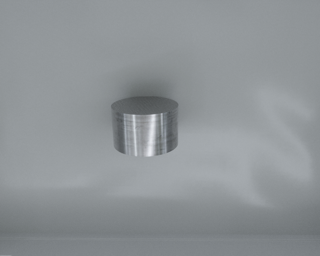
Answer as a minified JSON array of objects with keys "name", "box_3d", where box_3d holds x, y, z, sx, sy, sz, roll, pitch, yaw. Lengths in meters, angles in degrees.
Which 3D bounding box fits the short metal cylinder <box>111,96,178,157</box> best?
[{"name":"short metal cylinder","box_3d":[-0.018,-0.005,0.380,0.081,0.080,0.050,-1,110,0]}]
